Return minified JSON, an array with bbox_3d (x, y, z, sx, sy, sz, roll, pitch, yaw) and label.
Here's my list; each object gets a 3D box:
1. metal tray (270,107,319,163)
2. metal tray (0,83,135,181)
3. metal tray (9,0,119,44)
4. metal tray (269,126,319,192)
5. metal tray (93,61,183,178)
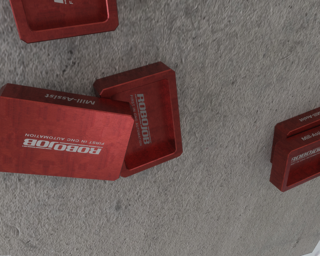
[{"bbox_3d":[0.265,0.017,0.558,0.131,0.030,0.089,-19,126,-17],"label":"metal tray"},{"bbox_3d":[-0.101,0.009,0.329,0.131,0.030,0.089,8,121,-17],"label":"metal tray"},{"bbox_3d":[-0.089,-0.146,0.264,0.091,0.030,0.129,-16,125,-20],"label":"metal tray"},{"bbox_3d":[0.255,0.049,0.532,0.131,0.030,0.089,-17,126,-18],"label":"metal tray"},{"bbox_3d":[-0.022,-0.008,0.386,0.091,0.030,0.129,-20,126,-17],"label":"metal tray"}]
